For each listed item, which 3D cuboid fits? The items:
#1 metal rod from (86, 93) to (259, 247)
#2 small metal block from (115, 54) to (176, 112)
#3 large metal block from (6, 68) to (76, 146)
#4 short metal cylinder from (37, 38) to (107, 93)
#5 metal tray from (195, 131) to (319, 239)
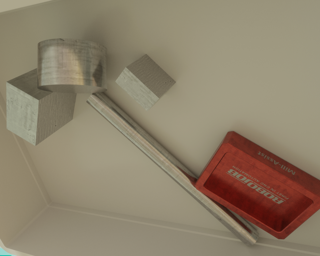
[{"bbox_3d":[0.019,0.056,0.432,0.300,0.025,0.025,42,129,-2],"label":"metal rod"},{"bbox_3d":[-0.016,-0.054,0.366,0.050,0.050,0.025,43,129,-2],"label":"small metal block"},{"bbox_3d":[-0.164,-0.035,0.435,0.050,0.080,0.079,29,128,9],"label":"large metal block"},{"bbox_3d":[-0.104,-0.071,0.373,0.080,0.080,0.050,-1,89,28],"label":"short metal cylinder"},{"bbox_3d":[0.120,0.073,0.386,0.130,0.030,0.089,31,128,8],"label":"metal tray"}]
